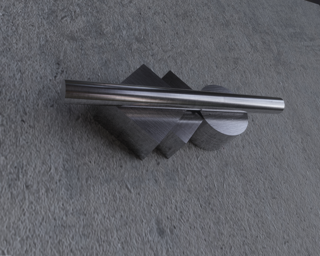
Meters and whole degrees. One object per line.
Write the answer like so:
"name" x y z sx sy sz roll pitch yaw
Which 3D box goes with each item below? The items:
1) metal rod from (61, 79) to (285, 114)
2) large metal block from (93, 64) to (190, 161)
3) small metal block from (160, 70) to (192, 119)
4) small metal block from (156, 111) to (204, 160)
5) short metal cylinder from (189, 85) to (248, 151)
"metal rod" 0.037 -0.034 0.379 0.303 0.025 0.025 1 62 -28
"large metal block" -0.021 -0.021 0.388 0.080 0.050 0.080 41 51 -1
"small metal block" 0.015 -0.042 0.424 0.050 0.050 0.025 41 51 -1
"small metal block" 0.023 0.007 0.399 0.025 0.050 0.050 41 51 -1
"short metal cylinder" 0.076 -0.014 0.437 0.081 0.050 0.080 14 56 -21
